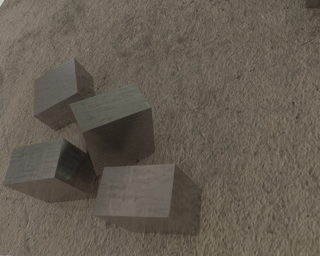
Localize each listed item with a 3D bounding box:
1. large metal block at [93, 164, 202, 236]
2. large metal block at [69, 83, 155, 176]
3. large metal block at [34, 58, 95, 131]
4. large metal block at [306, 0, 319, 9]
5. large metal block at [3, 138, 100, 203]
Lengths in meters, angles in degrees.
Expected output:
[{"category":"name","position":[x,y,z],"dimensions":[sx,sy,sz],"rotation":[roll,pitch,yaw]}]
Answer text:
[{"category":"large metal block","position":[-0.008,0.078,0.325],"dimensions":[0.080,0.080,0.050],"rotation":[-6,59,25]},{"category":"large metal block","position":[-0.055,0.002,0.379],"dimensions":[0.081,0.080,0.050],"rotation":[-21,49,-17]},{"category":"large metal block","position":[-0.154,-0.054,0.502],"dimensions":[0.080,0.050,0.080],"rotation":[-26,53,12]},{"category":"large metal block","position":[0.223,-0.189,0.368],"dimensions":[0.080,0.080,0.050],"rotation":[21,73,36]},{"category":"large metal block","position":[-0.136,0.059,0.404],"dimensions":[0.080,0.080,0.050],"rotation":[-11,57,22]}]
